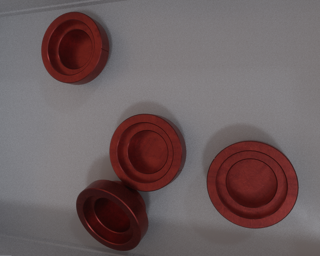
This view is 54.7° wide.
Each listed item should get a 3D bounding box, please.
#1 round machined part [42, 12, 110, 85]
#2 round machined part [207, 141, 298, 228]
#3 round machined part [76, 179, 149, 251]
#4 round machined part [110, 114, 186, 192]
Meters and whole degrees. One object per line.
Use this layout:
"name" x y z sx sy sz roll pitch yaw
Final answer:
"round machined part" -0.115 -0.110 0.442 0.098 0.042 0.097 0 90 20
"round machined part" 0.107 0.063 0.363 0.098 0.042 0.097 0 90 20
"round machined part" -0.058 0.109 0.409 0.098 0.042 0.097 12 120 23
"round machined part" -0.013 0.031 0.406 0.098 0.042 0.097 0 90 20
